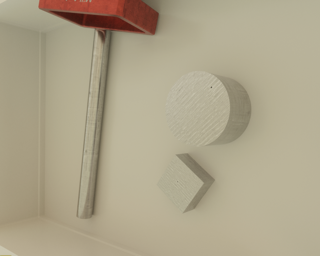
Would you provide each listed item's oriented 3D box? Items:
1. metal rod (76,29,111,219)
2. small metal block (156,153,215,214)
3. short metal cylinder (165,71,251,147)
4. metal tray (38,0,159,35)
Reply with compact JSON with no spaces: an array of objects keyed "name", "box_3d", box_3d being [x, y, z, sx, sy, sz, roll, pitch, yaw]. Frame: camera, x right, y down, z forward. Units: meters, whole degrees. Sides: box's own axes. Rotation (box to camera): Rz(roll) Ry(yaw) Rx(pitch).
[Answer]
[{"name":"metal rod","box_3d":[-0.106,-0.004,0.491,0.025,0.025,0.298,11,97,39]},{"name":"small metal block","box_3d":[0.031,0.067,0.380,0.050,0.025,0.050,44,116,30]},{"name":"short metal cylinder","box_3d":[0.053,-0.020,0.345,0.080,0.050,0.079,0,90,39]},{"name":"metal tray","box_3d":[-0.079,-0.154,0.408,0.130,0.090,0.030,14,97,25]}]
